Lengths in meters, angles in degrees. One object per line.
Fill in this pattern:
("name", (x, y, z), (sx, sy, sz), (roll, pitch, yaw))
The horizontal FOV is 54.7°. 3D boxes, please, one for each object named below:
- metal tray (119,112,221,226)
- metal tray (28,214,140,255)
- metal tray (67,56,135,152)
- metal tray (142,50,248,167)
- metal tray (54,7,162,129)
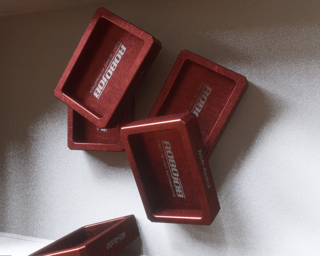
("metal tray", (0.012, 0.051, 0.372), (0.090, 0.030, 0.129), (-8, 105, 32))
("metal tray", (-0.093, 0.148, 0.386), (0.090, 0.130, 0.030), (-18, 84, 19))
("metal tray", (-0.083, -0.034, 0.435), (0.090, 0.030, 0.129), (0, 90, 19))
("metal tray", (0.041, -0.021, 0.392), (0.090, 0.030, 0.129), (29, 99, 17))
("metal tray", (-0.068, -0.075, 0.398), (0.090, 0.030, 0.129), (34, 101, 16))
